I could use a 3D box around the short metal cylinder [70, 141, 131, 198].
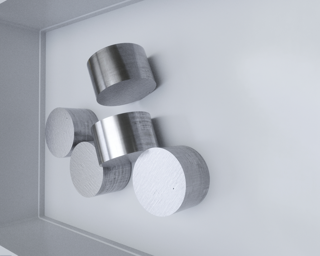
[{"bbox_3d":[-0.090,0.059,0.460,0.080,0.050,0.079,1,92,41],"label":"short metal cylinder"}]

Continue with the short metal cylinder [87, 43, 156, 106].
[{"bbox_3d":[-0.051,-0.068,0.411,0.080,0.081,0.050,-29,72,36],"label":"short metal cylinder"}]

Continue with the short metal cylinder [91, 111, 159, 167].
[{"bbox_3d":[-0.045,0.016,0.406,0.080,0.081,0.050,-25,74,37],"label":"short metal cylinder"}]

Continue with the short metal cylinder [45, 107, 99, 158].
[{"bbox_3d":[-0.143,0.007,0.505,0.080,0.050,0.079,0,90,39],"label":"short metal cylinder"}]

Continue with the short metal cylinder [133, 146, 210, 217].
[{"bbox_3d":[0.013,0.062,0.378,0.080,0.050,0.079,0,90,39],"label":"short metal cylinder"}]
